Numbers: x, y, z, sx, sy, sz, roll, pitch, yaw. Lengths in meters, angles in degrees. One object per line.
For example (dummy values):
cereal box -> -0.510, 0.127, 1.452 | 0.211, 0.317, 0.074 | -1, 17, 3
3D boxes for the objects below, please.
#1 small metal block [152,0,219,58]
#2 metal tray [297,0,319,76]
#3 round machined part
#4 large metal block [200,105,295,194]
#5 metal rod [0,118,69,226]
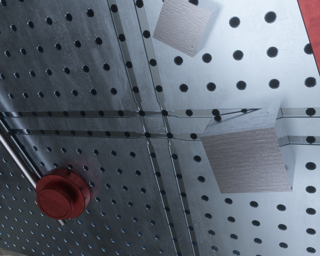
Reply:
small metal block -> 0.026, -0.111, 0.328 | 0.050, 0.025, 0.050 | 29, 128, 9
metal tray -> 0.170, -0.101, 0.256 | 0.090, 0.030, 0.129 | -14, 111, 33
round machined part -> -0.181, 0.126, 0.559 | 0.098, 0.042, 0.097 | 6, 116, 12
large metal block -> 0.103, 0.027, 0.357 | 0.080, 0.050, 0.080 | -10, 114, 32
metal rod -> -0.260, 0.063, 0.583 | 0.025, 0.025, 0.299 | -16, 110, 34
